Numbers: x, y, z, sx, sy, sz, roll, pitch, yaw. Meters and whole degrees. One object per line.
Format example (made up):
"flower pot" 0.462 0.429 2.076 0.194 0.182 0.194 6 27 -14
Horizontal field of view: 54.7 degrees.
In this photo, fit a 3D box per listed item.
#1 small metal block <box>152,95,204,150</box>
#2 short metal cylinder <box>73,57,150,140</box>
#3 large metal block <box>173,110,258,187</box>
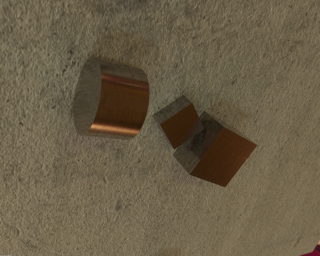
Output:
"small metal block" 0.025 -0.007 0.416 0.050 0.025 0.050 -34 129 -6
"short metal cylinder" -0.053 -0.029 0.324 0.050 0.080 0.079 8 114 -32
"large metal block" 0.081 0.032 0.455 0.080 0.050 0.080 25 105 -37
